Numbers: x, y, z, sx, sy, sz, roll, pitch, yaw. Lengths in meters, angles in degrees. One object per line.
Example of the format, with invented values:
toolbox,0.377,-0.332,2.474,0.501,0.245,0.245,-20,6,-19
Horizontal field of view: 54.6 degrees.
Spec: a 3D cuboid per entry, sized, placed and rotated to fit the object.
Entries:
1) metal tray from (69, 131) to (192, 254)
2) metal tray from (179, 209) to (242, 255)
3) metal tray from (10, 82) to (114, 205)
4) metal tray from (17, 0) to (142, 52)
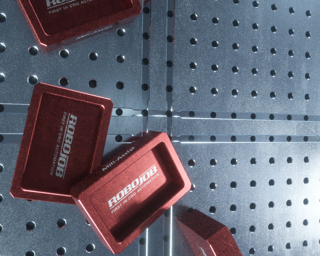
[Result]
metal tray,-0.030,0.074,0.378,0.131,0.030,0.090,-36,112,-27
metal tray,0.080,0.178,0.407,0.030,0.090,0.130,-30,100,-17
metal tray,-0.114,0.020,0.367,0.091,0.030,0.129,13,86,-20
metal tray,-0.099,-0.158,0.373,0.131,0.030,0.090,-27,99,-18
